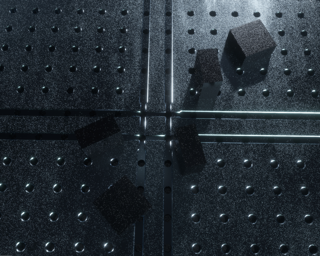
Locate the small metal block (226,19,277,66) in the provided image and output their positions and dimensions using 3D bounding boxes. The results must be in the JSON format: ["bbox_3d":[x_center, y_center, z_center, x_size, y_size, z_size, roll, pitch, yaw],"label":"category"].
[{"bbox_3d":[0.135,-0.127,0.460,0.050,0.025,0.050,-22,72,-8],"label":"small metal block"}]

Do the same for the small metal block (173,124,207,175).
[{"bbox_3d":[0.036,0.029,0.389,0.025,0.050,0.050,-13,71,-5],"label":"small metal block"}]

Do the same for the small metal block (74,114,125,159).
[{"bbox_3d":[-0.075,0.012,0.393,0.050,0.050,0.025,-25,72,-9],"label":"small metal block"}]

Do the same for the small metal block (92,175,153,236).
[{"bbox_3d":[-0.045,0.094,0.377,0.050,0.025,0.050,-40,75,-14],"label":"small metal block"}]

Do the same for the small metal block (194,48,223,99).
[{"bbox_3d":[0.065,-0.074,0.426,0.025,0.050,0.050,-6,70,-3],"label":"small metal block"}]
